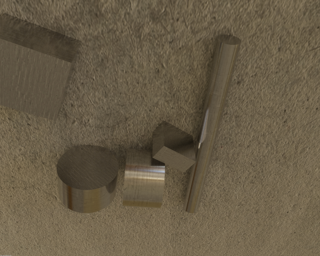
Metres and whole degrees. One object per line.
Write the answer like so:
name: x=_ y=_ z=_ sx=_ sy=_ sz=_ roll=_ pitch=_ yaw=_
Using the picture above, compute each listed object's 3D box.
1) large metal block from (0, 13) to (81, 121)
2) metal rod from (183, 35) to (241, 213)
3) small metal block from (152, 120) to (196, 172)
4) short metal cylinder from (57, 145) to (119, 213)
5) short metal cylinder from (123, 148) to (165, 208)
large metal block: x=-0.139 y=-0.063 z=0.335 sx=0.081 sy=0.050 sz=0.079 roll=18 pitch=128 yaw=-15
metal rod: x=0.063 y=0.019 z=0.424 sx=0.025 sy=0.025 sz=0.298 roll=3 pitch=130 yaw=-3
small metal block: x=0.018 y=0.024 z=0.412 sx=0.050 sy=0.050 sz=0.025 roll=28 pitch=125 yaw=-22
short metal cylinder: x=-0.099 y=0.069 z=0.429 sx=0.081 sy=0.080 sz=0.050 roll=6 pitch=130 yaw=-6
short metal cylinder: x=-0.023 y=0.069 z=0.430 sx=0.050 sy=0.080 sz=0.079 roll=5 pitch=130 yaw=-4
